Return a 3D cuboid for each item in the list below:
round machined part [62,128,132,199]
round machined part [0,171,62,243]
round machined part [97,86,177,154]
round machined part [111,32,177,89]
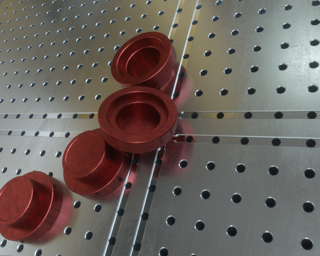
[{"bbox_3d":[-0.091,0.042,0.417,0.098,0.042,0.098,-13,56,20],"label":"round machined part"},{"bbox_3d":[-0.189,0.105,0.430,0.098,0.042,0.098,-13,56,20],"label":"round machined part"},{"bbox_3d":[-0.028,-0.006,0.398,0.099,0.042,0.098,0,48,0],"label":"round machined part"},{"bbox_3d":[-0.020,-0.093,0.464,0.098,0.042,0.098,-13,56,20],"label":"round machined part"}]
